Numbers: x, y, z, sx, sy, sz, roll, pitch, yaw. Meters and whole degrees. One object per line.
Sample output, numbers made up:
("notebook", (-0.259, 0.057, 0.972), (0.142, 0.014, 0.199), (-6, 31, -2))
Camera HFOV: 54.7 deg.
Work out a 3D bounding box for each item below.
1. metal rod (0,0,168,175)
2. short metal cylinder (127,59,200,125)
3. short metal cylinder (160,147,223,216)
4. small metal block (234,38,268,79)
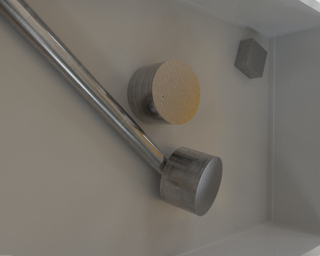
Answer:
("metal rod", (-0.081, -0.047, 0.340), (0.300, 0.025, 0.025), (49, 61, -29))
("short metal cylinder", (0.006, -0.044, 0.397), (0.081, 0.050, 0.079), (0, 90, -40))
("short metal cylinder", (0.043, 0.070, 0.412), (0.081, 0.050, 0.079), (-31, 128, -49))
("small metal block", (0.160, -0.121, 0.544), (0.050, 0.025, 0.050), (26, 74, -37))
